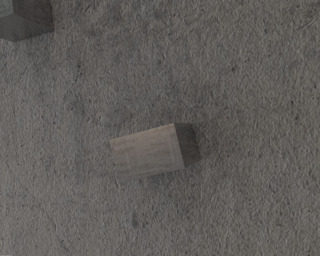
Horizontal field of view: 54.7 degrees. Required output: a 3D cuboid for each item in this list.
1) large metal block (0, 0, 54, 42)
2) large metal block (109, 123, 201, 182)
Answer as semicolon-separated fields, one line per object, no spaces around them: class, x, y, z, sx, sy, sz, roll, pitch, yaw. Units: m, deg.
large metal block;-0.218;-0.169;0.457;0.080;0.080;0.050;-8;88;20
large metal block;-0.002;0.028;0.380;0.080;0.080;0.050;-15;85;19
